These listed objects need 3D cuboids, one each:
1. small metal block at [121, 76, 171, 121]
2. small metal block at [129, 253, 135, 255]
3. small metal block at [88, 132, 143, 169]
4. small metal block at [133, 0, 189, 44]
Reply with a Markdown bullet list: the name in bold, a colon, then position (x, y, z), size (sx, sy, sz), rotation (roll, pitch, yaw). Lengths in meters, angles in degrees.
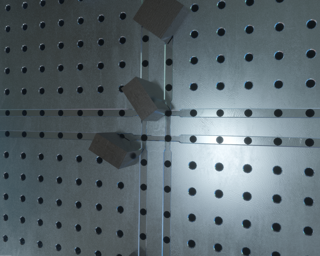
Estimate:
- **small metal block**: position (-0.017, -0.036, 0.405), size (0.025, 0.050, 0.050), rotation (-37, 79, 16)
- **small metal block**: position (-0.040, 0.212, 0.426), size (0.050, 0.025, 0.050), rotation (40, 102, 15)
- **small metal block**: position (-0.059, 0.029, 0.419), size (0.050, 0.050, 0.025), rotation (30, 100, 17)
- **small metal block**: position (0.001, -0.149, 0.411), size (0.050, 0.025, 0.050), rotation (39, 102, 15)
